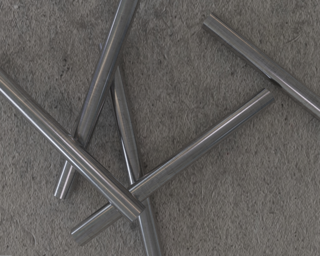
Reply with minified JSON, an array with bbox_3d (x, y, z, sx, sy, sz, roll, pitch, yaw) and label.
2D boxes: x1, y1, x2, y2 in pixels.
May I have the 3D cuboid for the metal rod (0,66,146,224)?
[{"bbox_3d":[-0.135,0.002,0.380,0.300,0.025,0.025,42,90,11],"label":"metal rod"}]

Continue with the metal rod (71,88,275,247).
[{"bbox_3d":[0.022,0.044,0.391,0.301,0.025,0.025,-36,90,-8],"label":"metal rod"}]

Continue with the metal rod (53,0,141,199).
[{"bbox_3d":[-0.076,-0.050,0.387,0.025,0.025,0.298,21,99,0],"label":"metal rod"}]

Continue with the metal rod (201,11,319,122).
[{"bbox_3d":[0.180,-0.050,0.411,0.300,0.025,0.025,38,90,0],"label":"metal rod"}]

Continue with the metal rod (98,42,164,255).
[{"bbox_3d":[-0.037,0.035,0.409,0.025,0.025,0.298,-13,90,0],"label":"metal rod"}]
